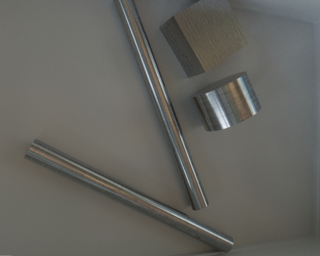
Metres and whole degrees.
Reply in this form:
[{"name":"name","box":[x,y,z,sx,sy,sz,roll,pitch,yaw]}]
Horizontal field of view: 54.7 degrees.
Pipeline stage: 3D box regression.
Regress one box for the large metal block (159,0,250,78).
[{"name":"large metal block","box":[0.060,-0.126,0.420,0.080,0.050,0.080,-35,102,-17]}]

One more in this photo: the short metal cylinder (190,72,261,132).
[{"name":"short metal cylinder","box":[0.087,-0.036,0.415,0.080,0.080,0.050,-29,100,-18]}]

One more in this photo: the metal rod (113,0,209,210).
[{"name":"metal rod","box":[0.004,-0.030,0.412,0.025,0.025,0.298,-23,98,-19]}]

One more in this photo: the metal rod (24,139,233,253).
[{"name":"metal rod","box":[-0.026,0.096,0.401,0.301,0.025,0.025,30,80,-18]}]
